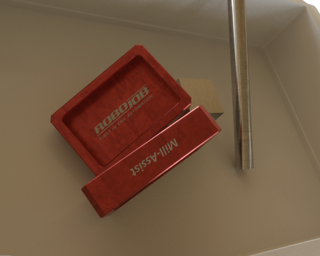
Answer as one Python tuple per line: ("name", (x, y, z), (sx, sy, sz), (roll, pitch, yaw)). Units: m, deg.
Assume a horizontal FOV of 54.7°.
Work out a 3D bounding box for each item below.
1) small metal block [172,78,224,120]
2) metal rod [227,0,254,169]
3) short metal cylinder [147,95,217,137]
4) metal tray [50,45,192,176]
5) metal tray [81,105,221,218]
("small metal block", (0.046, -0.034, 0.389), (0.050, 0.025, 0.050), (-3, 63, -30))
("metal rod", (0.114, -0.091, 0.445), (0.025, 0.025, 0.298), (-1, 88, -29))
("short metal cylinder", (0.027, -0.006, 0.410), (0.081, 0.050, 0.080), (14, 56, -21))
("metal tray", (-0.041, -0.018, 0.345), (0.130, 0.030, 0.090), (-41, 83, -4))
("metal tray", (-0.008, 0.036, 0.308), (0.131, 0.090, 0.030), (-35, 81, -13))
